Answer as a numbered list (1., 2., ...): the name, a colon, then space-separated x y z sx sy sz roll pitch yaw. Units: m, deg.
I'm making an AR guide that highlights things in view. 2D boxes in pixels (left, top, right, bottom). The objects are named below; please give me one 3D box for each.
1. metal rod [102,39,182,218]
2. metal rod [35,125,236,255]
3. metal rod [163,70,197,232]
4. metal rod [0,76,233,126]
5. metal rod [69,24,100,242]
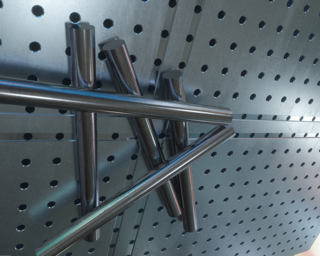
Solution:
1. metal rod: -0.012 0.024 0.420 0.025 0.025 0.299 -27 128 -12
2. metal rod: -0.027 0.082 0.416 0.301 0.025 0.025 -33 129 -7
3. metal rod: 0.035 0.055 0.466 0.025 0.025 0.298 -21 127 -16
4. metal rod: -0.039 -0.026 0.343 0.302 0.025 0.025 5 116 -31
5. metal rod: -0.089 0.028 0.380 0.025 0.025 0.298 -9 123 -24
